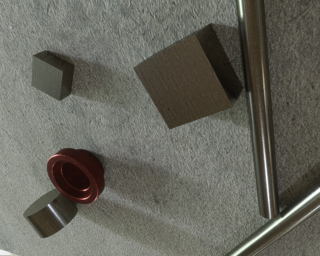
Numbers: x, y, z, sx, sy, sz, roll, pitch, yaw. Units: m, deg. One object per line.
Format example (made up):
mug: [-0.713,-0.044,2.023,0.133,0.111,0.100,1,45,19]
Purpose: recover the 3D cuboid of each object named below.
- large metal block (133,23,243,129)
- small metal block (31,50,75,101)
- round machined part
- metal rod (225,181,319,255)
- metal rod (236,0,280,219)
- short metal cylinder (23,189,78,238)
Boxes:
large metal block: [0.032,-0.054,0.339,0.080,0.050,0.080,-20,108,35]
small metal block: [-0.152,-0.074,0.439,0.050,0.025,0.050,28,128,10]
round machined part: [-0.132,0.073,0.508,0.098,0.042,0.097,13,124,20]
metal rod: [0.161,0.118,0.394,0.025,0.025,0.298,35,129,5]
metal rod: [0.108,-0.023,0.335,0.025,0.025,0.298,0,119,28]
short metal cylinder: [-0.200,0.154,0.569,0.080,0.080,0.050,-20,108,35]
